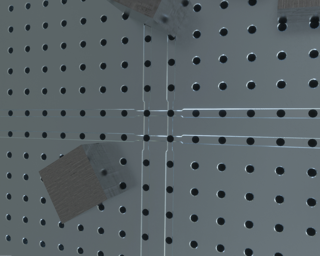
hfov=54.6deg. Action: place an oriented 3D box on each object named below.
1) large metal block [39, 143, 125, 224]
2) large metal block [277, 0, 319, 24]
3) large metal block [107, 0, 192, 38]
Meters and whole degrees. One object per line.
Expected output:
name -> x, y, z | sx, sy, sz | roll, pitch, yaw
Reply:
large metal block -> -0.110, 0.076, 0.439 | 0.080, 0.050, 0.080 | -31, 80, 17
large metal block -> 0.173, -0.164, 0.338 | 0.080, 0.050, 0.080 | 4, 91, 20
large metal block -> -0.016, -0.163, 0.389 | 0.080, 0.080, 0.050 | 30, 100, 17
